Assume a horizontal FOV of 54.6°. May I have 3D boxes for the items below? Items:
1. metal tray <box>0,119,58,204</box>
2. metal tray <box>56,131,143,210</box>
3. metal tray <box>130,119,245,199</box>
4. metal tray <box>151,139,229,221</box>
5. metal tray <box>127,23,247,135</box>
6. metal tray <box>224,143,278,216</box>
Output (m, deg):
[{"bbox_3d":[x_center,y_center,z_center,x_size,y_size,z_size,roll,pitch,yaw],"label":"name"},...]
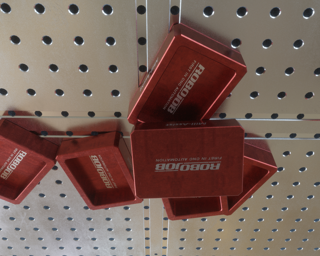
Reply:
[{"bbox_3d":[-0.218,0.054,0.452,0.090,0.030,0.129,32,123,-25],"label":"metal tray"},{"bbox_3d":[-0.084,0.069,0.465,0.090,0.030,0.130,-11,130,9],"label":"metal tray"},{"bbox_3d":[0.033,0.038,0.379,0.131,0.030,0.089,-2,108,2],"label":"metal tray"},{"bbox_3d":[0.045,0.076,0.433,0.090,0.030,0.129,-9,130,7],"label":"metal tray"},{"bbox_3d":[0.027,-0.045,0.369,0.090,0.030,0.129,21,127,-17],"label":"metal tray"},{"bbox_3d":[0.102,0.079,0.475,0.090,0.030,0.129,19,128,-16],"label":"metal tray"}]
